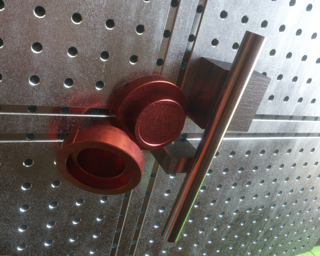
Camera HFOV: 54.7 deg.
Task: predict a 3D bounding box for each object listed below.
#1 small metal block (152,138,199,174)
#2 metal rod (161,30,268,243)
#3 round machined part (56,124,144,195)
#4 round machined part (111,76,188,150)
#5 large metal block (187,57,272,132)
[{"bbox_3d":[0.023,0.038,0.431,0.050,0.050,0.025,0,119,-29],"label":"small metal block"},{"bbox_3d":[0.060,0.027,0.395,0.025,0.025,0.298,6,116,-31],"label":"metal rod"},{"bbox_3d":[-0.067,0.034,0.366,0.099,0.042,0.097,3,134,4],"label":"round machined part"},{"bbox_3d":[-0.008,-0.013,0.388,0.099,0.042,0.097,-14,124,-21],"label":"round machined part"},{"bbox_3d":[0.088,-0.043,0.417,0.081,0.050,0.079,4,117,-30],"label":"large metal block"}]
